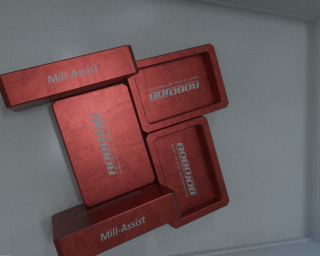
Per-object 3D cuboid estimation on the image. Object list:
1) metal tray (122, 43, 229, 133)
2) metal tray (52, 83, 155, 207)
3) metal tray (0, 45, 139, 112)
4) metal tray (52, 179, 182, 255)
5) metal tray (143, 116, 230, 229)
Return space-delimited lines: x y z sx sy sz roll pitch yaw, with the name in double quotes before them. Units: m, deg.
"metal tray" 0.021 -0.054 0.415 0.131 0.030 0.089 -18 96 -20
"metal tray" -0.068 0.019 0.380 0.091 0.030 0.129 -19 97 -19
"metal tray" -0.098 -0.052 0.336 0.131 0.090 0.030 -19 97 -19
"metal tray" -0.053 0.101 0.354 0.131 0.090 0.030 -18 97 -19
"metal tray" 0.034 0.057 0.420 0.091 0.030 0.129 -19 97 -19
